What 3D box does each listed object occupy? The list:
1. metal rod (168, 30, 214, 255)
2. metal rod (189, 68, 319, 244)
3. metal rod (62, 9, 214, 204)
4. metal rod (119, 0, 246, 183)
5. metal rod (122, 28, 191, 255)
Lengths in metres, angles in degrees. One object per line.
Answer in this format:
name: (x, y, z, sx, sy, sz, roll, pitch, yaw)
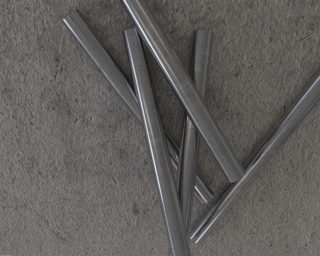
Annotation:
metal rod: (0.038, 0.030, 0.398, 0.025, 0.025, 0.298, 5, 102, -2)
metal rod: (0.133, 0.048, 0.428, 0.025, 0.025, 0.299, 30, 107, -11)
metal rod: (-0.019, -0.015, 0.403, 0.025, 0.025, 0.300, -33, 107, 11)
metal rod: (0.014, -0.068, 0.354, 0.025, 0.025, 0.299, -30, 97, 10)
metal rod: (-0.001, 0.030, 0.383, 0.025, 0.025, 0.298, -12, 96, 4)
